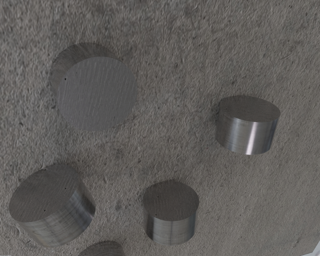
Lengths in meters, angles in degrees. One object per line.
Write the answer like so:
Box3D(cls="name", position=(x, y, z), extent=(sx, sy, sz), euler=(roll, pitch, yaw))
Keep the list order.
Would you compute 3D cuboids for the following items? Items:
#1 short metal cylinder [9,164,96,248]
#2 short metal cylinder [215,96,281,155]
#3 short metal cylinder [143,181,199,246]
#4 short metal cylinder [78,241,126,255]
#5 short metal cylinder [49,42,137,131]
Box3D(cls="short metal cylinder", position=(-0.122, 0.089, 0.359), extent=(0.080, 0.080, 0.050), euler=(-27, 128, -11))
Box3D(cls="short metal cylinder", position=(0.121, -0.006, 0.433), extent=(0.081, 0.080, 0.050), euler=(-11, 123, -23))
Box3D(cls="short metal cylinder", position=(0.015, 0.124, 0.456), extent=(0.081, 0.080, 0.050), euler=(-13, 124, -21))
Box3D(cls="short metal cylinder", position=(-0.088, 0.224, 0.481), extent=(0.081, 0.050, 0.079), euler=(-14, 124, -21))
Box3D(cls="short metal cylinder", position=(-0.070, -0.044, 0.325), extent=(0.081, 0.050, 0.079), euler=(-14, 124, -21))
